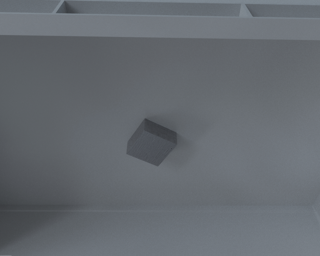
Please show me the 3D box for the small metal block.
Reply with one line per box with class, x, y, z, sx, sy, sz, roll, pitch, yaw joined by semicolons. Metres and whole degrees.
small metal block;-0.012;0.021;0.427;0.050;0.025;0.050;24;126;-20
